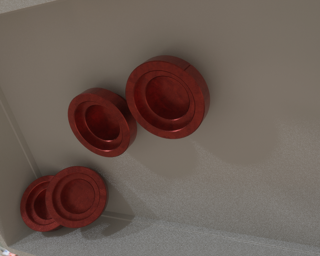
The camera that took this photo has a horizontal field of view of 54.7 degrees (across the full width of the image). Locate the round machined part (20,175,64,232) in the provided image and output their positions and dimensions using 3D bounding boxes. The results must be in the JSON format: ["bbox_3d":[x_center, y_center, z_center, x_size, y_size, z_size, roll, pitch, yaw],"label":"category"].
[{"bbox_3d":[-0.197,0.138,0.564,0.098,0.098,0.042,20,165,16],"label":"round machined part"}]

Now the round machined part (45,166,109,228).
[{"bbox_3d":[-0.135,0.113,0.516,0.098,0.098,0.042,34,172,5],"label":"round machined part"}]

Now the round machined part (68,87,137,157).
[{"bbox_3d":[-0.075,-0.011,0.430,0.098,0.042,0.097,13,124,21],"label":"round machined part"}]

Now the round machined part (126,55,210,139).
[{"bbox_3d":[0.012,-0.039,0.367,0.098,0.042,0.097,13,124,21],"label":"round machined part"}]
